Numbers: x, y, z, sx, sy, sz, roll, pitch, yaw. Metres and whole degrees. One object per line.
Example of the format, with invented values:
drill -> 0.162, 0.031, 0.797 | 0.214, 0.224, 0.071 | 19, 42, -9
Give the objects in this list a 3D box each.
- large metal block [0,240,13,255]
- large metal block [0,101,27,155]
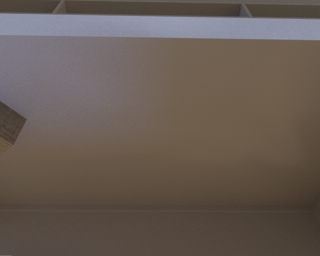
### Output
large metal block -> -0.344, 0.261, 0.613 | 0.081, 0.050, 0.079 | 15, 128, -13
large metal block -> -0.234, 0.001, 0.390 | 0.080, 0.050, 0.080 | -32, 124, 24
